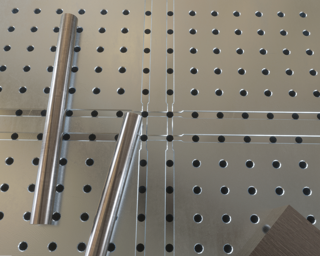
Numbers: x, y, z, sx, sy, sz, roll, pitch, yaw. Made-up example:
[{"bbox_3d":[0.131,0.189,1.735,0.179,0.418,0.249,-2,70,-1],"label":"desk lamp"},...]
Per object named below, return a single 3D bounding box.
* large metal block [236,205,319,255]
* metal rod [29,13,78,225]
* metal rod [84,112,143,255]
[{"bbox_3d":[0.144,0.146,0.346,0.080,0.050,0.080,41,75,13],"label":"large metal block"},{"bbox_3d":[-0.140,-0.026,0.419,0.025,0.025,0.299,1,70,0],"label":"metal rod"},{"bbox_3d":[-0.069,0.121,0.366,0.025,0.025,0.299,12,70,4],"label":"metal rod"}]
